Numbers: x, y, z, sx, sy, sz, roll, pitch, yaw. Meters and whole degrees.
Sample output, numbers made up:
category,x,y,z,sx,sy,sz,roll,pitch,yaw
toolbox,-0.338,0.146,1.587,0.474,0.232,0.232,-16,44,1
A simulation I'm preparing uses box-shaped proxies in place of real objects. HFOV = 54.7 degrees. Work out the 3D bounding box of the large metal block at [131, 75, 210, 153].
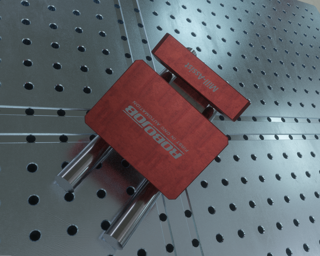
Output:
category,x,y,z,sx,sy,sz,roll,pitch,yaw
large metal block,0.018,-0.021,0.396,0.050,0.080,0.080,41,51,-1

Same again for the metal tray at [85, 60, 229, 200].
category,x,y,z,sx,sy,sz,roll,pitch,yaw
metal tray,-0.004,0.002,0.337,0.130,0.030,0.090,43,94,0

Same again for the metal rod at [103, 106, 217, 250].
category,x,y,z,sx,sy,sz,roll,pitch,yaw
metal rod,0.028,0.027,0.409,0.025,0.025,0.301,41,51,-1

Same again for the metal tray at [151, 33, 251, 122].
category,x,y,z,sx,sy,sz,roll,pitch,yaw
metal tray,0.051,-0.064,0.406,0.130,0.030,0.090,40,7,-2

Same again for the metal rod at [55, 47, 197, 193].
category,x,y,z,sx,sy,sz,roll,pitch,yaw
metal rod,-0.025,-0.032,0.416,0.025,0.025,0.301,40,51,-1
